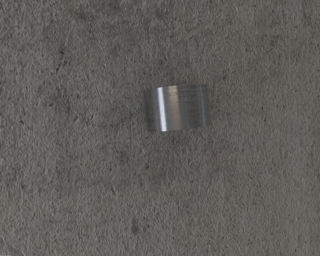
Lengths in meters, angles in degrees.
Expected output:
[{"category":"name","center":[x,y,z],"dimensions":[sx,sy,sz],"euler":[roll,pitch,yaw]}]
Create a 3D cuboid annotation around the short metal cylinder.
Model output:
[{"category":"short metal cylinder","center":[0.021,-0.025,0.387],"dimensions":[0.081,0.080,0.050],"euler":[-7,93,-20]}]
